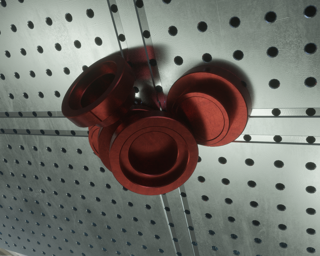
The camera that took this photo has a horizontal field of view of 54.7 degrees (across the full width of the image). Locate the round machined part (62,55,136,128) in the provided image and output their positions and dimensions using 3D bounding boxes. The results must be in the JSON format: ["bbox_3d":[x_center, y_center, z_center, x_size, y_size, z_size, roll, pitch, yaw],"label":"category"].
[{"bbox_3d":[-0.069,-0.040,0.381,0.098,0.098,0.042,-13,137,33],"label":"round machined part"}]

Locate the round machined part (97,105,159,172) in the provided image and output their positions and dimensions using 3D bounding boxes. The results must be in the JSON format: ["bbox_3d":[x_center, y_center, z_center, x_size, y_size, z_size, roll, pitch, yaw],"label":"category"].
[{"bbox_3d":[-0.030,0.023,0.398,0.099,0.042,0.097,-4,110,-10],"label":"round machined part"}]

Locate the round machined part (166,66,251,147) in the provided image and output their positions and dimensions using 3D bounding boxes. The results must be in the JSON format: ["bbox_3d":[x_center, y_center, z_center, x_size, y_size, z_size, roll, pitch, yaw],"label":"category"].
[{"bbox_3d":[0.052,-0.019,0.360,0.098,0.042,0.097,13,124,20],"label":"round machined part"}]

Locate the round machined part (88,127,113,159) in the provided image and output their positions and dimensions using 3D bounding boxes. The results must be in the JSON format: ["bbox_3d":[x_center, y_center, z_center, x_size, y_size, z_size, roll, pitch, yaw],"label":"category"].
[{"bbox_3d":[-0.061,0.014,0.440,0.098,0.042,0.097,13,124,20],"label":"round machined part"}]

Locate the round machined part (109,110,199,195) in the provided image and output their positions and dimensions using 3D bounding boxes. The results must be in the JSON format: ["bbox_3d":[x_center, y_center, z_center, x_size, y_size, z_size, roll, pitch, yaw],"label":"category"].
[{"bbox_3d":[-0.009,0.025,0.357,0.099,0.042,0.097,-3,113,-7],"label":"round machined part"}]
